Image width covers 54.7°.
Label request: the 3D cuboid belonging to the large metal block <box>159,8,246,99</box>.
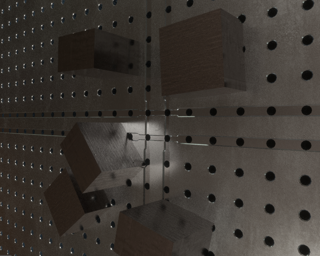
[{"bbox_3d":[0.047,-0.078,0.353,0.080,0.050,0.080,-4,88,39],"label":"large metal block"}]

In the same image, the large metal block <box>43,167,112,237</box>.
[{"bbox_3d":[-0.136,0.116,0.502,0.080,0.050,0.080,-45,64,30],"label":"large metal block"}]

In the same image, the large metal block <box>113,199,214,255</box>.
[{"bbox_3d":[0.005,0.130,0.368,0.080,0.081,0.050,16,101,38],"label":"large metal block"}]

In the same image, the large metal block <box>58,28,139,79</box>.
[{"bbox_3d":[-0.087,-0.102,0.443,0.080,0.081,0.050,3,92,39],"label":"large metal block"}]

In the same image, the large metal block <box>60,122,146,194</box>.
[{"bbox_3d":[-0.080,0.039,0.437,0.050,0.081,0.080,-47,62,30],"label":"large metal block"}]
